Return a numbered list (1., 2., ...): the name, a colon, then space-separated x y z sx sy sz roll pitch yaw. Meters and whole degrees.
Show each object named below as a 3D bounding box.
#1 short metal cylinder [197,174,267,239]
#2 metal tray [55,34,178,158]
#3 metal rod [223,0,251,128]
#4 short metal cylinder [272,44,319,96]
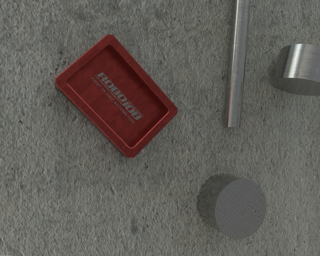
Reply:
1. short metal cylinder: 0.099 0.107 0.433 0.081 0.050 0.080 0 90 -20
2. metal tray: -0.052 -0.038 0.387 0.090 0.030 0.130 -46 105 -14
3. metal rod: 0.116 -0.149 0.451 0.025 0.025 0.298 6 88 -20
4. short metal cylinder: 0.213 -0.084 0.459 0.081 0.080 0.050 17 85 -20
